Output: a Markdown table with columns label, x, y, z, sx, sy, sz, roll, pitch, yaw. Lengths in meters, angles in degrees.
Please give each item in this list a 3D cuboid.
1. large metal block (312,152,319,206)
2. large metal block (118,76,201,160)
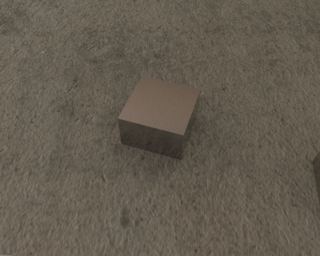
| label | x | y | z | sx | sy | sz | roll | pitch | yaw |
| --- | --- | --- | --- | --- | --- | --- | --- | --- | --- |
| large metal block | 0.208 | 0.050 | 0.328 | 0.050 | 0.080 | 0.080 | 8 | 51 | 6 |
| large metal block | 0.001 | -0.015 | 0.399 | 0.080 | 0.050 | 0.080 | 15 | 51 | 11 |
